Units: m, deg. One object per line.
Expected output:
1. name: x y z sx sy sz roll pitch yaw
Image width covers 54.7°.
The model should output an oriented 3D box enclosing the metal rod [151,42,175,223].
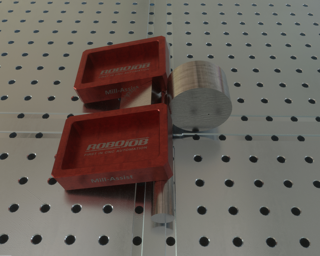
1. metal rod: 0.004 -0.020 0.419 0.025 0.025 0.300 0 50 0

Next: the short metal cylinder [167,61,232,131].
1. short metal cylinder: 0.049 -0.040 0.401 0.081 0.080 0.050 0 50 0

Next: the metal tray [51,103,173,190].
1. metal tray: -0.052 0.021 0.364 0.131 0.030 0.090 -8 50 9

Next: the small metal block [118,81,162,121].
1. small metal block: -0.026 -0.029 0.413 0.050 0.025 0.050 -21 45 24

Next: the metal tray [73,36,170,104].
1. metal tray: -0.053 -0.086 0.454 0.131 0.030 0.090 -8 49 9
